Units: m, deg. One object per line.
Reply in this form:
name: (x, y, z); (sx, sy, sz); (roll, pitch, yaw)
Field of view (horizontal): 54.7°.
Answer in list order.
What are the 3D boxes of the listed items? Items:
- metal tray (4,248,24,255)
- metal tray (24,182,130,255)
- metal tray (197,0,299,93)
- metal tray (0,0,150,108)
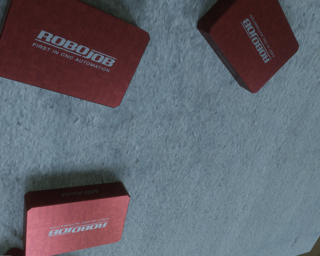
metal tray: (-0.187, 0.231, 0.444); (0.090, 0.030, 0.130); (-44, 130, 2)
metal tray: (-0.113, 0.123, 0.420); (0.131, 0.030, 0.089); (-1, 119, -28)
metal tray: (0.117, -0.116, 0.398); (0.090, 0.030, 0.130); (-47, 130, 4)
metal tray: (-0.086, -0.079, 0.308); (0.131, 0.030, 0.089); (15, 111, -35)
